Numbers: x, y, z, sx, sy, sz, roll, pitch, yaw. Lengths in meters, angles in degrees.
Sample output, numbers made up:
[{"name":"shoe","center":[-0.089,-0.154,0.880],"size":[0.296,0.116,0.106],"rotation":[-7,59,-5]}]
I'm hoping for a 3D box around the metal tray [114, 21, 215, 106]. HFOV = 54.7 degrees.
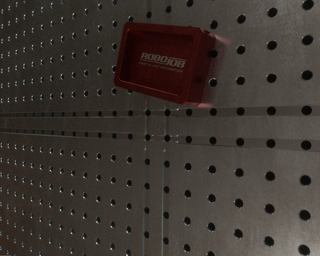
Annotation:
[{"name":"metal tray","center":[0.000,-0.086,0.404],"size":[0.130,0.030,0.089],"rotation":[20,102,38]}]
